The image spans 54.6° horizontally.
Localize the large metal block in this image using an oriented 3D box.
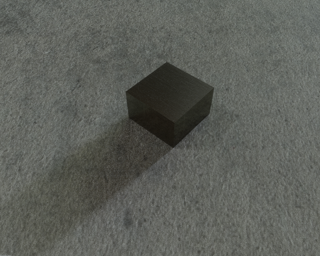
[{"bbox_3d":[0.013,-0.033,0.415,0.080,0.050,0.080,34,58,25],"label":"large metal block"}]
